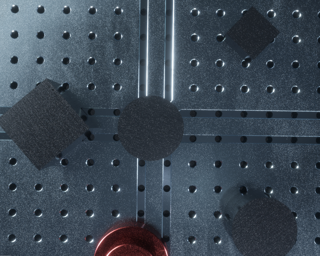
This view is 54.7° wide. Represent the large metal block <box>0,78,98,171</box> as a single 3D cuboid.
[{"bbox_3d":[-0.142,-0.005,0.399,0.080,0.050,0.080,-40,91,0],"label":"large metal block"}]

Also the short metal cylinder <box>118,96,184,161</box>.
[{"bbox_3d":[-0.011,0.000,0.401,0.081,0.050,0.079,0,90,-1],"label":"short metal cylinder"}]

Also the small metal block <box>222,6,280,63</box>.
[{"bbox_3d":[0.121,-0.124,0.415,0.050,0.025,0.050,44,90,-1],"label":"small metal block"}]

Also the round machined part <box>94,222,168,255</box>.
[{"bbox_3d":[-0.038,0.178,0.405,0.099,0.042,0.097,0,90,-1],"label":"round machined part"}]

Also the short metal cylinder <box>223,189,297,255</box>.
[{"bbox_3d":[0.128,0.125,0.403,0.081,0.050,0.079,0,90,-1],"label":"short metal cylinder"}]
